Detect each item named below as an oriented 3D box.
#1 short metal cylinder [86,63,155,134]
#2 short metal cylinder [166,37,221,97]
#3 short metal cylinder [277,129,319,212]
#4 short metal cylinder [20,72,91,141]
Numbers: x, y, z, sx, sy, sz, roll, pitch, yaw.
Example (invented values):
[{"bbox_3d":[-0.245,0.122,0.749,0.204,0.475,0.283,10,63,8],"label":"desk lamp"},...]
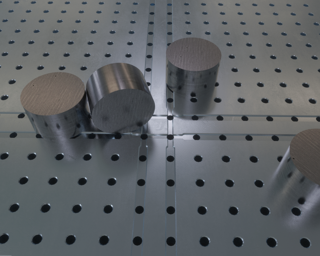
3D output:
[{"bbox_3d":[-0.052,-0.037,0.403,0.081,0.080,0.050,-13,51,-11],"label":"short metal cylinder"},{"bbox_3d":[0.049,-0.093,0.470,0.081,0.050,0.080,0,50,0],"label":"short metal cylinder"},{"bbox_3d":[0.181,0.047,0.353,0.081,0.050,0.080,0,50,0],"label":"short metal cylinder"},{"bbox_3d":[-0.137,-0.030,0.415,0.081,0.050,0.080,0,50,0],"label":"short metal cylinder"}]
